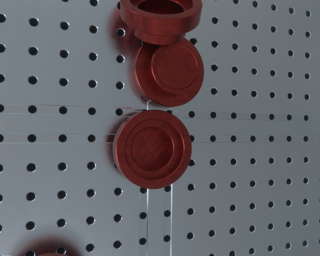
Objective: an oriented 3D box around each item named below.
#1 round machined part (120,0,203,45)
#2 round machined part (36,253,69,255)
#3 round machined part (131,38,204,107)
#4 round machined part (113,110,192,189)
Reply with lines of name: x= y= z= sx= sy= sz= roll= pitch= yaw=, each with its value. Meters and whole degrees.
round machined part: x=0.001 y=-0.139 z=0.385 sx=0.099 sy=0.098 sz=0.042 roll=-15 pitch=139 yaw=-19
round machined part: x=-0.130 y=0.192 z=0.356 sx=0.099 sy=0.042 sz=0.097 roll=0 pitch=90 yaw=-20
round machined part: x=0.015 y=-0.077 z=0.409 sx=0.099 sy=0.042 sz=0.097 roll=0 pitch=90 yaw=-20
round machined part: x=-0.012 y=0.026 z=0.399 sx=0.099 sy=0.042 sz=0.097 roll=0 pitch=90 yaw=-20
